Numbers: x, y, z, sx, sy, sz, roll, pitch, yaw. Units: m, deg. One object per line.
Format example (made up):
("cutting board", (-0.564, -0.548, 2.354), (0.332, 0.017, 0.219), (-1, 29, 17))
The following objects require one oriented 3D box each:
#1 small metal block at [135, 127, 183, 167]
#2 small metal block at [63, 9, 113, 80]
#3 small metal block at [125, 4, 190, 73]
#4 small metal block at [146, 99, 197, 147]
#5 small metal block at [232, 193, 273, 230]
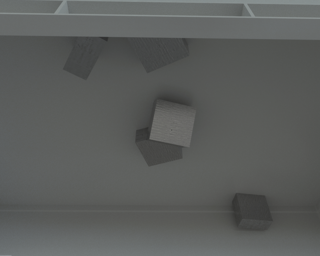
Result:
("small metal block", (-0.001, 0.023, 0.428), (0.050, 0.025, 0.050), (-15, 129, 12))
("small metal block", (-0.073, -0.086, 0.319), (0.025, 0.050, 0.050), (25, 126, -20))
("small metal block", (-0.002, -0.094, 0.329), (0.050, 0.025, 0.050), (-20, 128, 16))
("small metal block", (0.014, -0.005, 0.386), (0.050, 0.050, 0.025), (12, 172, -11))
("small metal block", (0.151, 0.137, 0.511), (0.050, 0.050, 0.025), (7, 130, -6))
